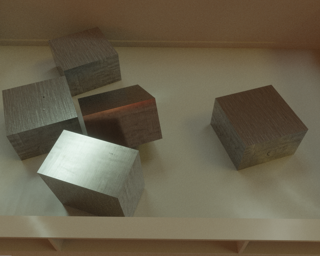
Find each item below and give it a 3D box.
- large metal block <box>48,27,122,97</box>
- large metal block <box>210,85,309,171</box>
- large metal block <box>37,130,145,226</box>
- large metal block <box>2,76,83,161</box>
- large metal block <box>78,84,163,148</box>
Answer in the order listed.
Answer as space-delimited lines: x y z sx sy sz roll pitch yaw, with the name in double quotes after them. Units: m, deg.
-0.115 -0.103 0.475 0.081 0.050 0.080 -22 54 -18 "large metal block"
0.120 -0.002 0.391 0.081 0.050 0.080 -14 52 -12 "large metal block"
-0.065 0.054 0.321 0.080 0.080 0.050 15 57 12 "large metal block"
-0.150 -0.015 0.400 0.081 0.050 0.080 -17 52 -14 "large metal block"
-0.051 -0.013 0.378 0.081 0.050 0.080 -15 23 -13 "large metal block"
